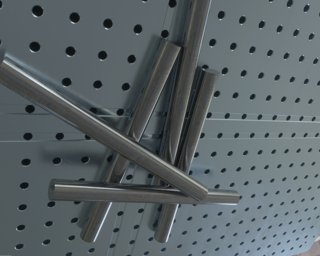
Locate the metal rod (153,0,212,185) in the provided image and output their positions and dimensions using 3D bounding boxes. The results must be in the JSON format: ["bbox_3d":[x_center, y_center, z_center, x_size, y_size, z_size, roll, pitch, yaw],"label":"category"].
[{"bbox_3d":[0.024,-0.030,0.407,0.025,0.025,0.298,-4,120,-27],"label":"metal rod"}]

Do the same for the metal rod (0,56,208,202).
[{"bbox_3d":[-0.047,0.018,0.368,0.301,0.025,0.025,36,98,-30],"label":"metal rod"}]

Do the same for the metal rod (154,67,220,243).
[{"bbox_3d":[0.034,0.056,0.466,0.025,0.025,0.298,-1,119,-28],"label":"metal rod"}]

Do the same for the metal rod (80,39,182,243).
[{"bbox_3d":[-0.045,0.030,0.406,0.025,0.025,0.298,12,112,-34],"label":"metal rod"}]

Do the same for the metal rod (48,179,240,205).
[{"bbox_3d":[0.000,0.094,0.436,0.302,0.025,0.025,11,113,-33],"label":"metal rod"}]
